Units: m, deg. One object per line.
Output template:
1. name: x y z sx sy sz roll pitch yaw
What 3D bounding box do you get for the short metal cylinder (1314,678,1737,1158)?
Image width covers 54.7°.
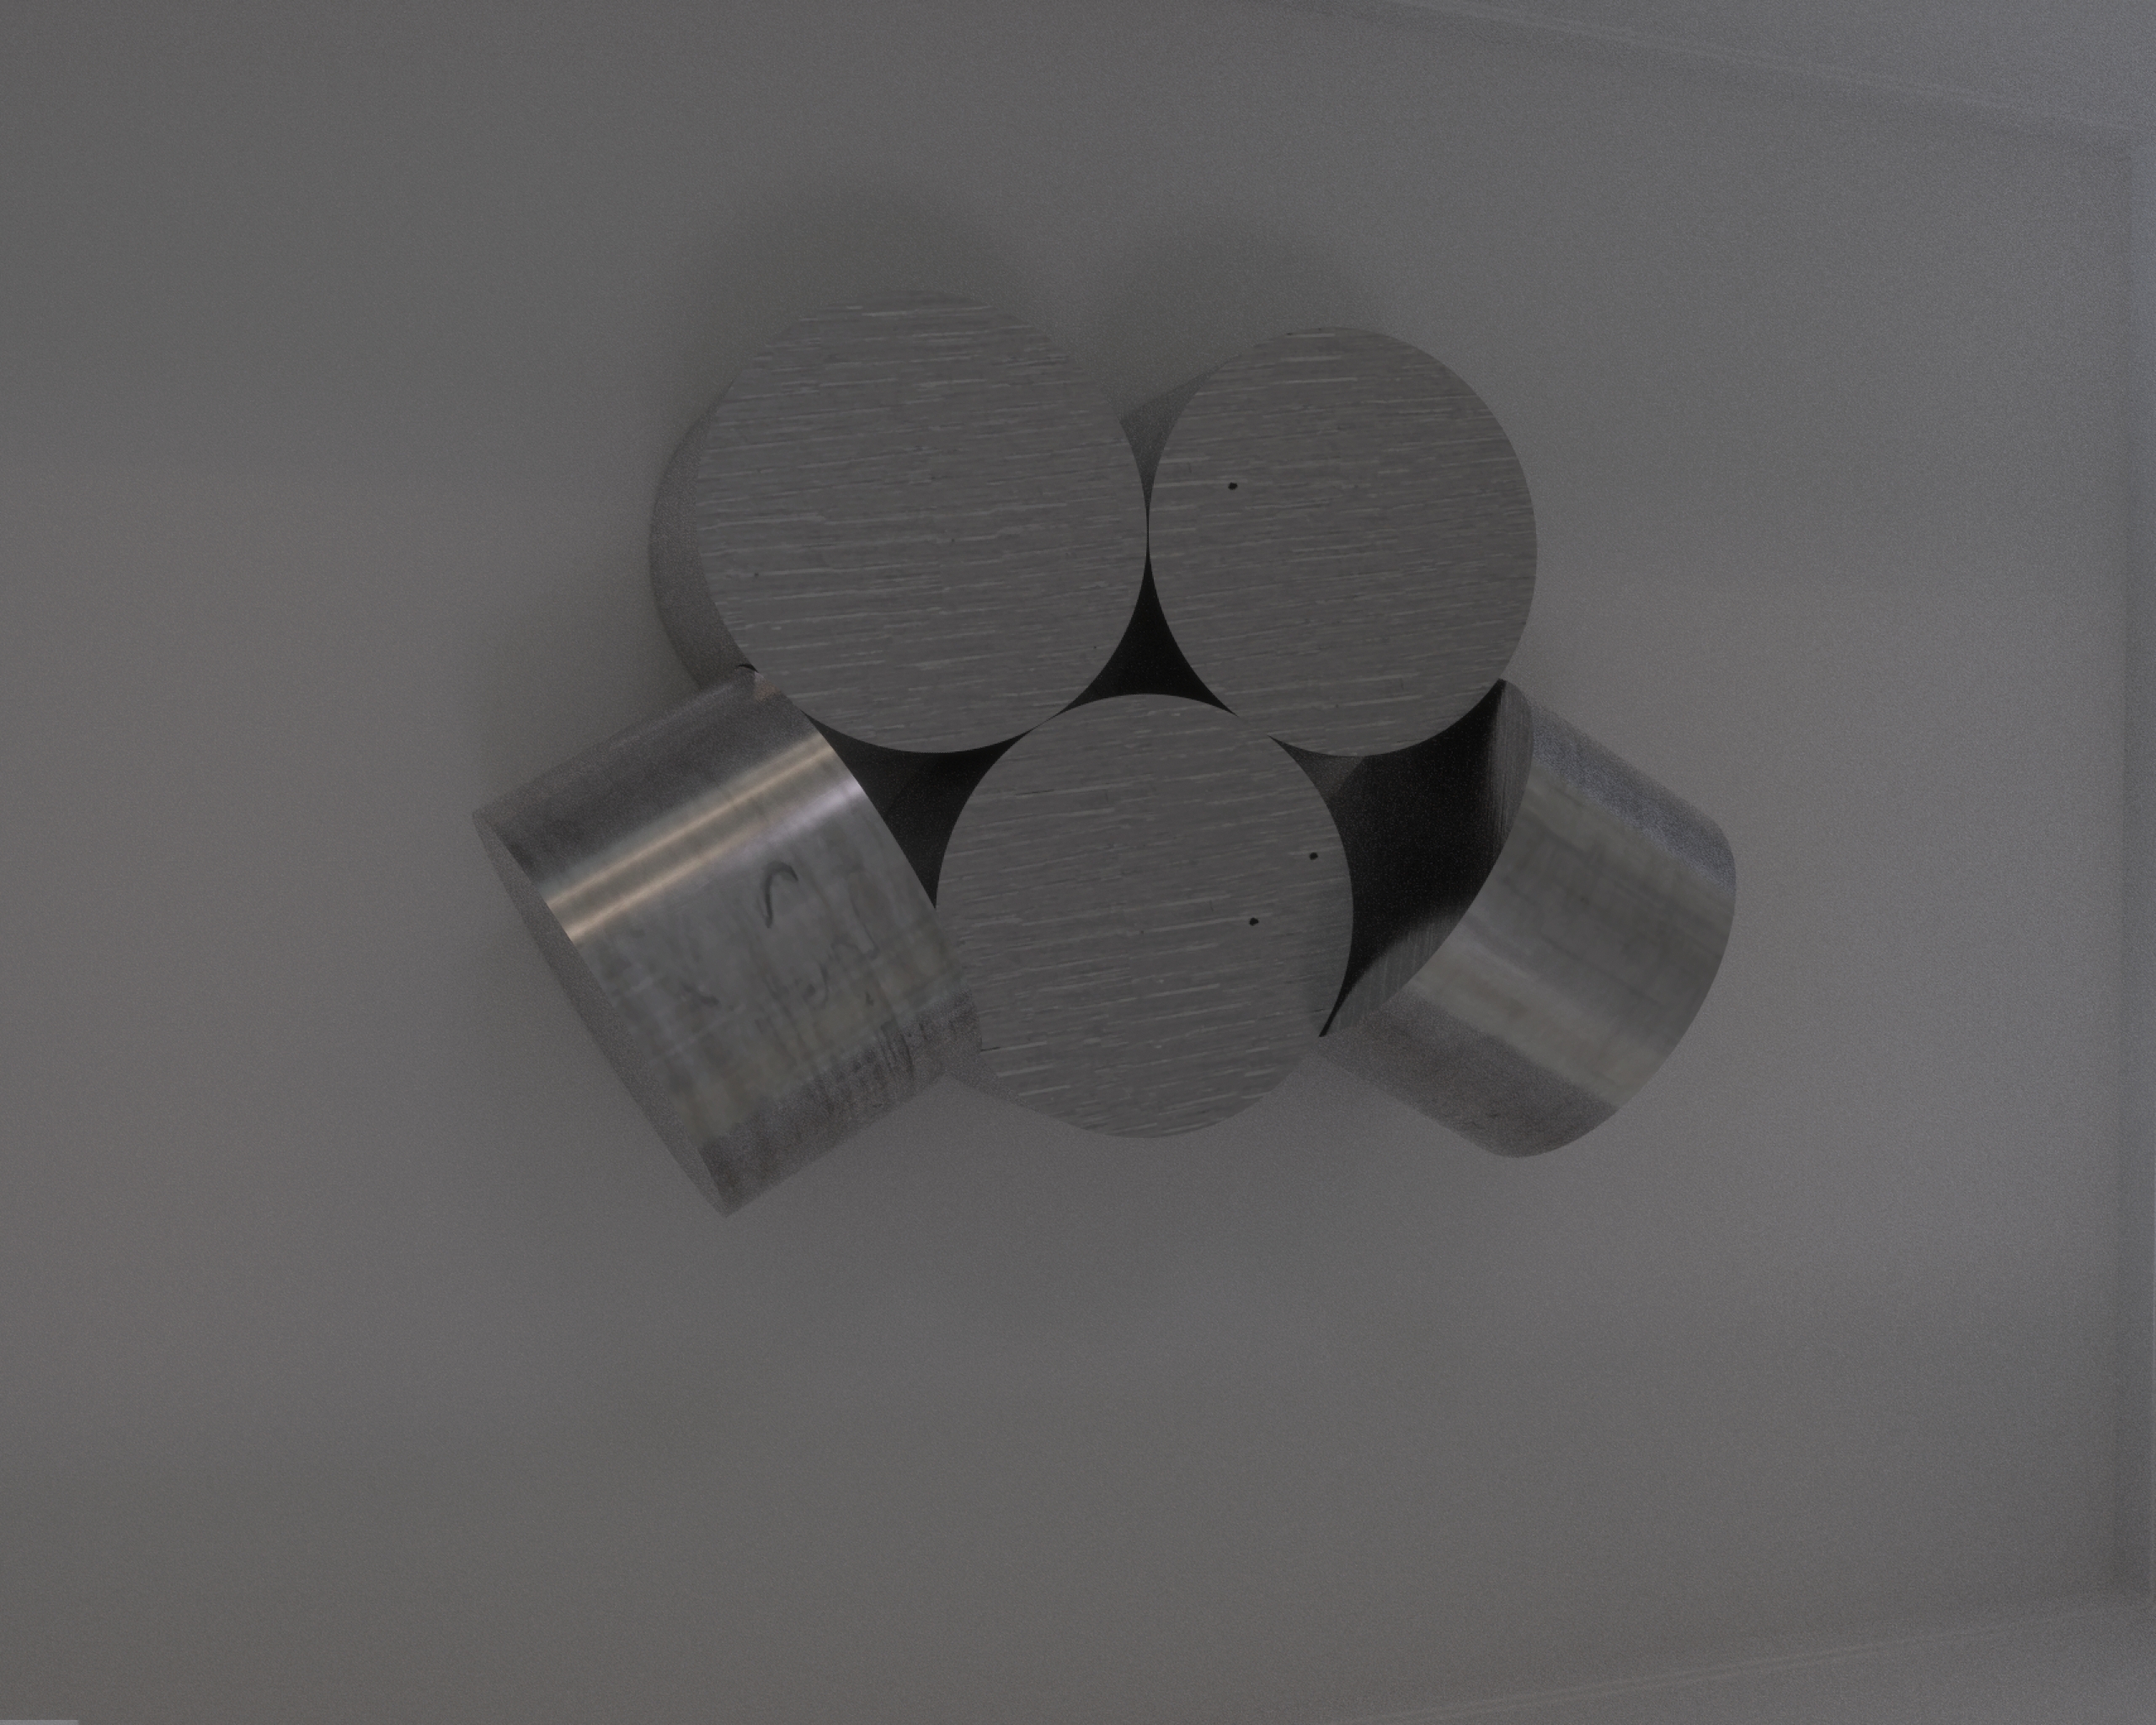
1. short metal cylinder: 0.081 0.011 0.409 0.050 0.080 0.080 31 80 -17

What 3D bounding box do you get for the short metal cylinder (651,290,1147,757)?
1. short metal cylinder: -0.034 -0.059 0.383 0.081 0.050 0.080 0 90 -20

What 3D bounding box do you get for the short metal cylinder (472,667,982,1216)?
1. short metal cylinder: -0.060 0.013 0.358 0.050 0.080 0.080 -32 101 -17

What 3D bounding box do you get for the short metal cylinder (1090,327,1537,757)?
1. short metal cylinder: 0.042 -0.060 0.411 0.081 0.050 0.080 0 90 -20

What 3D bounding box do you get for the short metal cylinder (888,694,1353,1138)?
1. short metal cylinder: 0.005 0.009 0.397 0.081 0.050 0.080 0 90 -20
